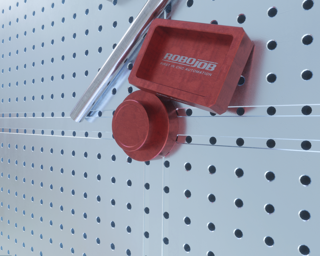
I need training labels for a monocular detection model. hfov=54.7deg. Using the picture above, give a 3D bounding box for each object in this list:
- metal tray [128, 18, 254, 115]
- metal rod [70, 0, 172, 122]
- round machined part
[{"bbox_3d":[0.031,-0.076,0.364,0.130,0.030,0.090,22,89,37],"label":"metal tray"},{"bbox_3d":[-0.051,-0.114,0.449,0.299,0.025,0.025,-47,62,29],"label":"metal rod"},{"bbox_3d":[-0.027,-0.003,0.419,0.098,0.042,0.097,0,90,39],"label":"round machined part"}]
